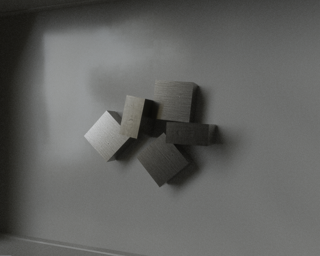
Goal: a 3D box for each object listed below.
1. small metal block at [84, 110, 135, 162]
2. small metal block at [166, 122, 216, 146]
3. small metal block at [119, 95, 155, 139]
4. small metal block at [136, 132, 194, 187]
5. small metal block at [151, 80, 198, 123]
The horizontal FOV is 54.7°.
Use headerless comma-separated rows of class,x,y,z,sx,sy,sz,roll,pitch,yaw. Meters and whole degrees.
small metal block,-0.068,0.011,0.431,0.050,0.025,0.050,-46,76,14
small metal block,0.039,0.007,0.380,0.050,0.050,0.025,3,91,19
small metal block,-0.026,-0.014,0.403,0.025,0.050,0.050,13,95,19
small metal block,0.007,0.041,0.405,0.050,0.025,0.050,-42,77,15
small metal block,0.019,-0.034,0.401,0.050,0.025,0.050,7,92,19
